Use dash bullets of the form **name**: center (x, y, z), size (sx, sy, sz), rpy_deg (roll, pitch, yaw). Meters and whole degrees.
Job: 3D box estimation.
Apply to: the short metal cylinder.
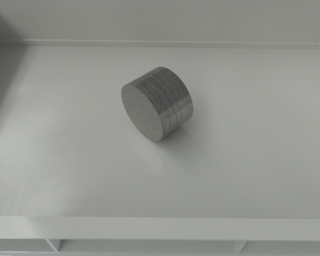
- **short metal cylinder**: center (-0.004, -0.030, 0.392), size (0.050, 0.080, 0.080), rpy_deg (-34, 58, -25)
